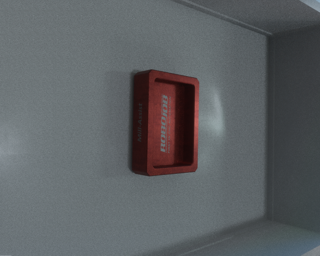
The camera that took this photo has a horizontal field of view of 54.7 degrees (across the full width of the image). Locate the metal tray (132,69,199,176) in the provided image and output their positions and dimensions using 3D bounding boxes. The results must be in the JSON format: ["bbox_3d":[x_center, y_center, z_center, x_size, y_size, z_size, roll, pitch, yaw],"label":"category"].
[{"bbox_3d":[0.010,-0.005,0.409,0.091,0.030,0.129,2,88,-41],"label":"metal tray"}]
